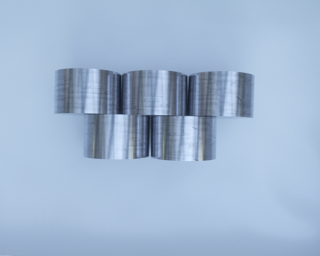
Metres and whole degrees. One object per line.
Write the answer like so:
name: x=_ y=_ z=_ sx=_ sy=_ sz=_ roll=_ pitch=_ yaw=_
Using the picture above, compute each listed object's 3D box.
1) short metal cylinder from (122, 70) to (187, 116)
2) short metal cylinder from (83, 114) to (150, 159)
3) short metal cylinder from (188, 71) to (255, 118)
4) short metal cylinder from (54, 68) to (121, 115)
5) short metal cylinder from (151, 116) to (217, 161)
short metal cylinder: x=-0.007 y=-0.039 z=0.382 sx=0.081 sy=0.080 sz=0.050 roll=1 pitch=90 yaw=0
short metal cylinder: x=-0.053 y=0.009 z=0.382 sx=0.081 sy=0.080 sz=0.050 roll=1 pitch=90 yaw=0
short metal cylinder: x=0.074 y=-0.038 z=0.383 sx=0.081 sy=0.080 sz=0.050 roll=2 pitch=90 yaw=0
short metal cylinder: x=-0.088 y=-0.041 z=0.381 sx=0.081 sy=0.080 sz=0.050 roll=1 pitch=90 yaw=0
short metal cylinder: x=0.029 y=0.011 z=0.382 sx=0.081 sy=0.080 sz=0.050 roll=1 pitch=90 yaw=0
